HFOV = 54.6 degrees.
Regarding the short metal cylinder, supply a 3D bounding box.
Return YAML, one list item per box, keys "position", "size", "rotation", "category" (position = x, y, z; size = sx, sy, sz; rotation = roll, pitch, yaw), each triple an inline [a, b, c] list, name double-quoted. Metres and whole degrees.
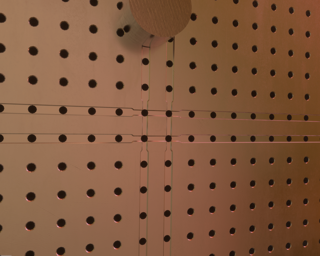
- position: [-0.007, -0.150, 0.396]
  size: [0.081, 0.050, 0.080]
  rotation: [0, 90, -20]
  category: "short metal cylinder"
